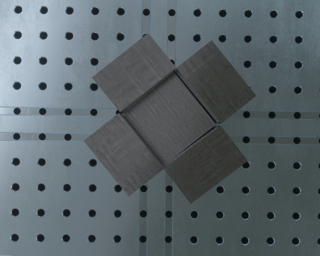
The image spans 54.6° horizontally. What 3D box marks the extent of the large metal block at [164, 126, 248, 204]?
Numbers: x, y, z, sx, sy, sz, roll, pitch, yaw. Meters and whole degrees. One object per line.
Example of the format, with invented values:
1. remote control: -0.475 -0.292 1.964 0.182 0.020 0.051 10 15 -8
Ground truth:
1. large metal block: 0.052 0.041 0.387 0.080 0.080 0.050 -37 90 0

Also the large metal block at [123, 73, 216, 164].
1. large metal block: 0.012 -0.011 0.400 0.080 0.050 0.080 -38 89 2

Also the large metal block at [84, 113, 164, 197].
1. large metal block: -0.040 0.029 0.385 0.050 0.080 0.080 -39 91 0

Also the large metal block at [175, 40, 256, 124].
1. large metal block: 0.063 -0.052 0.386 0.050 0.080 0.080 -39 91 0

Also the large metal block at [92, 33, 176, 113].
1. large metal block: -0.029 -0.062 0.386 0.080 0.080 0.050 -38 90 0
